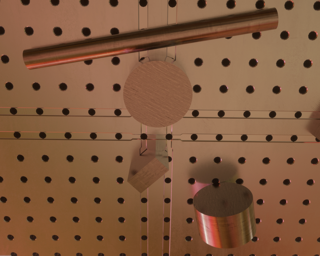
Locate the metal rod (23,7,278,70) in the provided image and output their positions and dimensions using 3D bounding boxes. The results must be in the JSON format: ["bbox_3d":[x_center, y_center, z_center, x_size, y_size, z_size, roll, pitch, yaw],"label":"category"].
[{"bbox_3d":[-0.013,-0.107,0.373,0.302,0.025,0.025,-9,110,3],"label":"metal rod"}]

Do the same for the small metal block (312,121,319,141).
[{"bbox_3d":[0.245,0.000,0.415,0.050,0.025,0.050,21,109,-8],"label":"small metal block"}]

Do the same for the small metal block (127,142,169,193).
[{"bbox_3d":[-0.015,0.052,0.419,0.050,0.050,0.025,-41,105,14],"label":"small metal block"}]

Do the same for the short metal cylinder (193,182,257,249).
[{"bbox_3d":[0.089,0.118,0.428,0.080,0.080,0.050,-11,110,4],"label":"short metal cylinder"}]

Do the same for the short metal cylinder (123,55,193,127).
[{"bbox_3d":[-0.002,-0.047,0.383,0.081,0.050,0.079,0,110,0],"label":"short metal cylinder"}]
